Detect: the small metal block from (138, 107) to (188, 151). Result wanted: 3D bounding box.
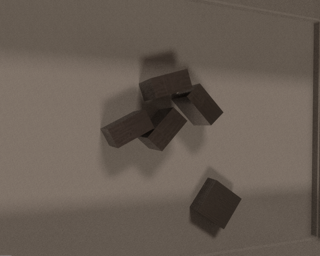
[{"bbox_3d":[0.001,0.001,0.399,0.025,0.050,0.050,44,76,-15],"label":"small metal block"}]

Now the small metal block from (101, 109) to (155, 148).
[{"bbox_3d":[-0.041,0.001,0.383,0.050,0.050,0.025,-29,100,-18],"label":"small metal block"}]

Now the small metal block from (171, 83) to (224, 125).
[{"bbox_3d":[0.049,-0.030,0.417,0.025,0.050,0.050,-46,105,-14],"label":"small metal block"}]

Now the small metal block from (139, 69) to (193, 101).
[{"bbox_3d":[0.006,-0.055,0.401,0.050,0.050,0.025,-18,97,-19],"label":"small metal block"}]

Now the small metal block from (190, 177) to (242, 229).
[{"bbox_3d":[0.080,0.107,0.442,0.050,0.025,0.050,37,78,-17],"label":"small metal block"}]
